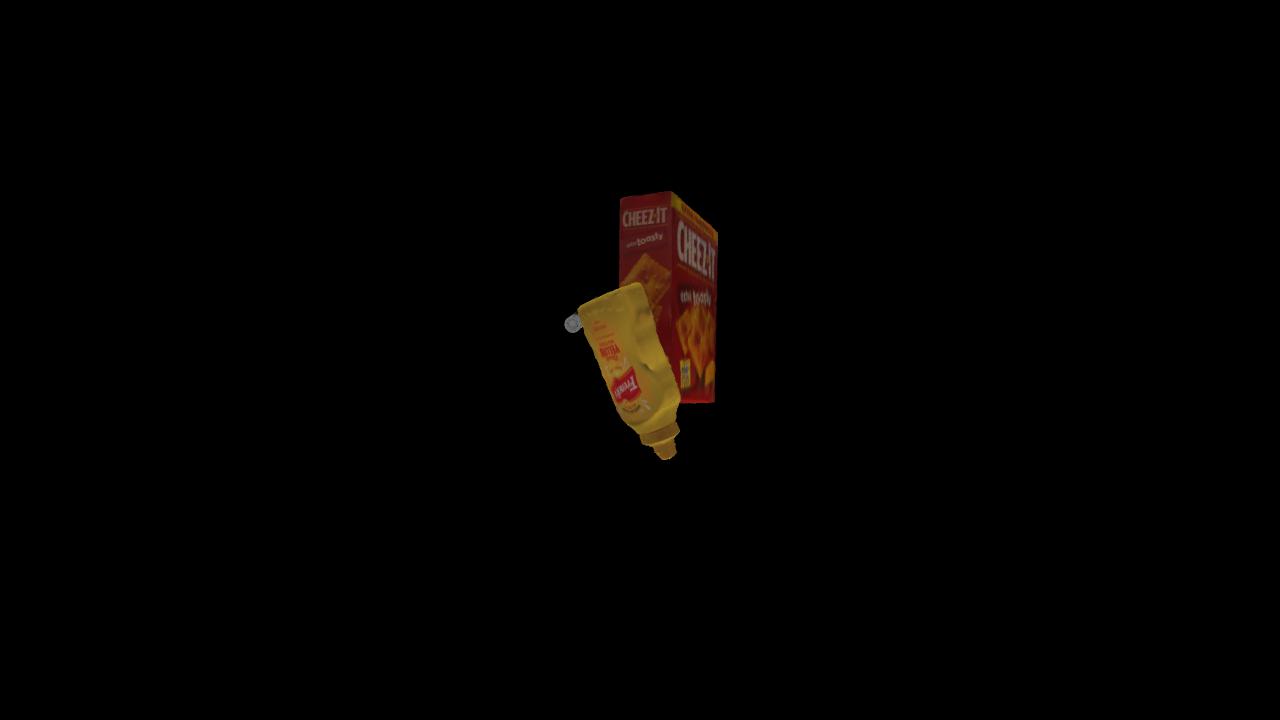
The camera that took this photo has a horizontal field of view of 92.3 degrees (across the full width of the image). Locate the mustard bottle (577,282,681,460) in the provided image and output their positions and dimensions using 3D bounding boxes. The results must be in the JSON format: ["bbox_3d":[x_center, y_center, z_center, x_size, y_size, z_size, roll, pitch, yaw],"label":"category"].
[{"bbox_3d":[-0.001,0.018,0.641,0.092,0.184,0.054,-17,5,46],"label":"mustard bottle"}]

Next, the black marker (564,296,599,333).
[{"bbox_3d":[-0.064,-0.057,0.740,0.020,0.020,0.121,0,17,11],"label":"black marker"}]

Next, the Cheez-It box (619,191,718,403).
[{"bbox_3d":[0.037,-0.061,0.716,0.071,0.223,0.166,-1,-5,23],"label":"Cheez-It box"}]
